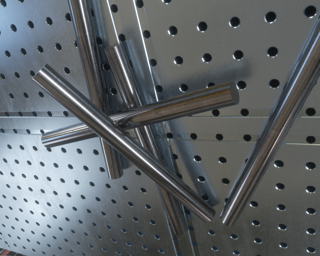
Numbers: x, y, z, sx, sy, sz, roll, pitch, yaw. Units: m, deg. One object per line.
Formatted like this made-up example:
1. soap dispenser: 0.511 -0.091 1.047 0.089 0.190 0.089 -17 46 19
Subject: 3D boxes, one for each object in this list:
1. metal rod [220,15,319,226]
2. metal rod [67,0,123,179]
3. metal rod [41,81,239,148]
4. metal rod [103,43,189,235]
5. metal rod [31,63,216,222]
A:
1. metal rod: 0.126 0.012 0.351 0.025 0.025 0.298 24 127 13
2. metal rod: -0.086 -0.056 0.419 0.025 0.025 0.298 7 122 24
3. metal rod: -0.048 -0.009 0.395 0.300 0.025 0.025 -12 112 32
4. metal rod: -0.012 0.030 0.434 0.025 0.025 0.298 -5 116 30
5. metal rod: -0.030 0.033 0.393 0.025 0.025 0.300 -28 120 37
